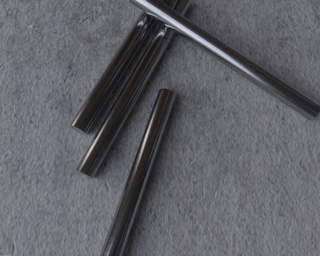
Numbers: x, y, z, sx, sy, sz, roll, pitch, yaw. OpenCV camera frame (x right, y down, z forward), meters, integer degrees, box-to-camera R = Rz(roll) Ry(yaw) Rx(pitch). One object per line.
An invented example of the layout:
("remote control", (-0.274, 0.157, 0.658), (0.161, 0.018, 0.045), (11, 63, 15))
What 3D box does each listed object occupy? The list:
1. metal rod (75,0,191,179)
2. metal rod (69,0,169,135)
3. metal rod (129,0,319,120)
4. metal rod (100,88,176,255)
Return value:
("metal rod", (-0.029, -0.069, 0.432), (0.025, 0.025, 0.300), (25, 72, 8))
("metal rod", (-0.041, -0.123, 0.452), (0.025, 0.025, 0.300), (25, 72, 8))
("metal rod", (0.087, -0.105, 0.430), (0.301, 0.025, 0.025), (35, 73, 4))
("metal rod", (-0.035, 0.086, 0.376), (0.025, 0.025, 0.299), (17, 71, 6))
